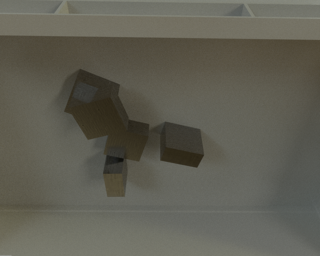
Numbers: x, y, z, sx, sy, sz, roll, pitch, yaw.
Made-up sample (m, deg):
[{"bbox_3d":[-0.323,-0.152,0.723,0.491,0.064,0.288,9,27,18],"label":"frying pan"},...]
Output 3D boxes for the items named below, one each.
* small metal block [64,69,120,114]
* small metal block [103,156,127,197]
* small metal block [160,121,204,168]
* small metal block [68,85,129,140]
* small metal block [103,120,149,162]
[{"bbox_3d":[-0.083,-0.037,0.377,0.050,0.025,0.050,20,127,-17],"label":"small metal block"},{"bbox_3d":[-0.063,0.064,0.446,0.025,0.050,0.050,0,130,0],"label":"small metal block"},{"bbox_3d":[0.028,0.022,0.411,0.050,0.050,0.025,12,129,-10],"label":"small metal block"},{"bbox_3d":[-0.070,-0.017,0.361,0.050,0.025,0.050,-13,129,10],"label":"small metal block"},{"bbox_3d":[-0.046,0.015,0.422,0.050,0.025,0.050,13,129,-11],"label":"small metal block"}]
